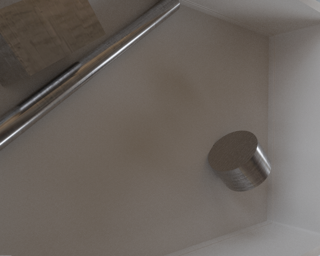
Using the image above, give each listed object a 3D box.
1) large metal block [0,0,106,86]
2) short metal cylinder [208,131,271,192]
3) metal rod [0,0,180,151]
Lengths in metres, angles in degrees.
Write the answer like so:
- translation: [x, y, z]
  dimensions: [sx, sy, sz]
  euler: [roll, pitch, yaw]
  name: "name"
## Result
- translation: [-0.111, -0.083, 0.279]
  dimensions: [0.080, 0.080, 0.050]
  euler: [-42, 116, -32]
  name: "large metal block"
- translation: [0.122, 0.050, 0.476]
  dimensions: [0.050, 0.080, 0.080]
  euler: [51, 60, -28]
  name: "short metal cylinder"
- translation: [-0.072, -0.075, 0.347]
  dimensions: [0.301, 0.025, 0.025]
  euler: [-47, 119, -30]
  name: "metal rod"
